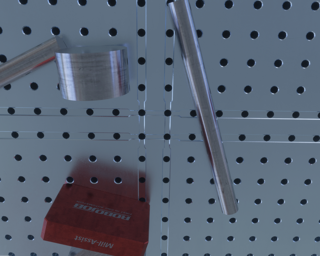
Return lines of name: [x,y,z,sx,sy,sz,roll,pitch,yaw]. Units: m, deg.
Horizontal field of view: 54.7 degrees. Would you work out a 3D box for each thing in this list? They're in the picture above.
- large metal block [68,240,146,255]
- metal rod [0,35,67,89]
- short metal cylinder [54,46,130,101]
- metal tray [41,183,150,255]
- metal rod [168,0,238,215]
large metal block: [-0.078,0.187,0.468,0.080,0.050,0.080,-38,106,12]
metal rod: [-0.254,-0.039,0.395,0.301,0.025,0.025,-24,109,8]
short metal cylinder: [-0.077,-0.066,0.359,0.081,0.080,0.050,-2,110,0]
metal tray: [-0.081,0.125,0.423,0.131,0.090,0.030,15,109,-6]
metal rod: [0.062,-0.013,0.409,0.025,0.025,0.298,-15,110,5]
